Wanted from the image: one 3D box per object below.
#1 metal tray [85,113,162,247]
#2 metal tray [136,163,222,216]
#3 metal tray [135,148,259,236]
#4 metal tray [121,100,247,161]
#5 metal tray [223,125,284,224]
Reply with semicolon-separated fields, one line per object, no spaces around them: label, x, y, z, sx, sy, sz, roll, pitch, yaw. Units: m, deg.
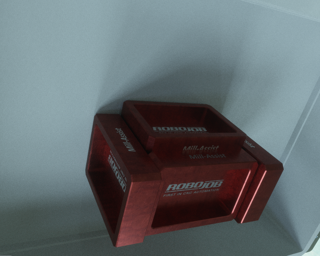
metal tray;-0.048;0.051;0.344;0.030;0.130;0.089;0;119;-29
metal tray;0.006;0.079;0.415;0.131;0.090;0.030;0;118;-29
metal tray;0.041;0.070;0.352;0.131;0.030;0.089;1;118;-29
metal tray;0.027;0.001;0.378;0.131;0.090;0.030;0;119;-28
metal tray;0.096;0.052;0.422;0.030;0.130;0.089;1;119;-29
